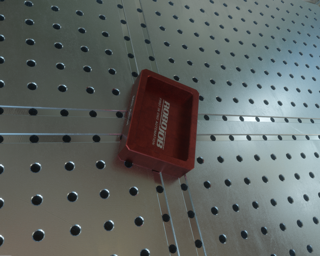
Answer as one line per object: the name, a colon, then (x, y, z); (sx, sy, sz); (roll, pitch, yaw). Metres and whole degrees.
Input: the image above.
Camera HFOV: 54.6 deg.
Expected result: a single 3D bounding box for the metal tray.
metal tray: (0.003, -0.009, 0.411); (0.090, 0.030, 0.130); (20, 54, -17)
